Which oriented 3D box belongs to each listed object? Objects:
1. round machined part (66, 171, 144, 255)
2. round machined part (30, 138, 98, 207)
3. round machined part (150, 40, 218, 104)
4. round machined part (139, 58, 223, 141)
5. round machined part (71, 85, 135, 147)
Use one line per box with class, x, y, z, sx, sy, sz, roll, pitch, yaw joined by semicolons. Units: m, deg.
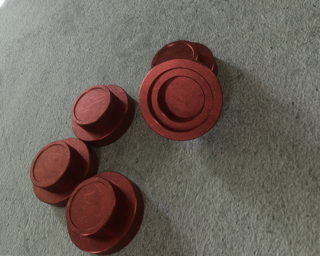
round machined part;-0.072;0.097;0.371;0.098;0.042;0.098;-13;56;21
round machined part;-0.139;0.056;0.432;0.098;0.042;0.098;-13;56;21
round machined part;0.027;-0.082;0.429;0.098;0.042;0.098;-13;56;21
round machined part;0.027;-0.037;0.379;0.098;0.098;0.042;-22;9;15
round machined part;-0.090;-0.024;0.455;0.098;0.042;0.098;-13;56;21
